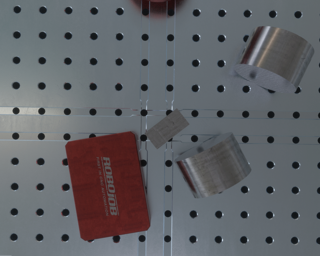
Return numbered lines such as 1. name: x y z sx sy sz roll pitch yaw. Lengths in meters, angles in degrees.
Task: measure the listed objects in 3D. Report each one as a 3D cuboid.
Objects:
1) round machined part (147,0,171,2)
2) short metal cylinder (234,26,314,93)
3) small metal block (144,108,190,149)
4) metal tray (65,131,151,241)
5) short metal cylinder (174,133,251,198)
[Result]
1. round machined part: -0.002 -0.213 0.405 0.099 0.042 0.097 0 90 0
2. short metal cylinder: 0.141 -0.083 0.387 0.080 0.080 0.050 25 90 0
3. small metal block: 0.009 0.001 0.401 0.050 0.050 0.025 -38 90 0
4. metal tray: -0.067 0.074 0.410 0.091 0.030 0.129 -10 90 0
5. short metal cylinder: 0.065 0.045 0.387 0.080 0.080 0.050 -27 90 0
